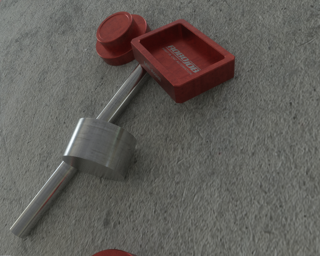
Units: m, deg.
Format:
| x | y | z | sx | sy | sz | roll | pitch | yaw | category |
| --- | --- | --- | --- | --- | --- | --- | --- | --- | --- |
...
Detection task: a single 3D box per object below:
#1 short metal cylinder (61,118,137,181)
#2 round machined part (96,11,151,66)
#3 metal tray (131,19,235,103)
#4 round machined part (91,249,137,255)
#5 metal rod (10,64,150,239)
| x | y | z | sx | sy | sz | roll | pitch | yaw | category |
| --- | --- | --- | --- | --- | --- | --- | --- | --- | --- |
| -0.075 | 0.028 | 0.389 | 0.080 | 0.080 | 0.050 | 4 | 64 | 30 | short metal cylinder |
| -0.067 | -0.157 | 0.523 | 0.098 | 0.042 | 0.098 | -13 | 56 | 20 | round machined part |
| 0.028 | -0.097 | 0.426 | 0.091 | 0.030 | 0.130 | -27 | 50 | -14 | metal tray |
| -0.043 | 0.175 | 0.307 | 0.098 | 0.042 | 0.098 | -13 | 56 | 20 | round machined part |
| -0.103 | 0.021 | 0.442 | 0.025 | 0.025 | 0.300 | 28 | 77 | 37 | metal rod |
